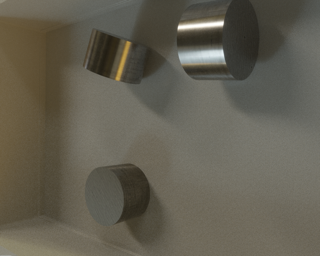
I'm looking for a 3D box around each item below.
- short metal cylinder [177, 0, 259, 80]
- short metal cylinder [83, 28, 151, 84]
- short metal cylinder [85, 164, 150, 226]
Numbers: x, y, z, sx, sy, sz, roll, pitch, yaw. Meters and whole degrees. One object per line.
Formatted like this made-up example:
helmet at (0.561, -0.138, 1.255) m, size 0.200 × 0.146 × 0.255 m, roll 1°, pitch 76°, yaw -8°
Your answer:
short metal cylinder at (0.062, -0.089, 0.319) m, size 0.050 × 0.081 × 0.079 m, roll 8°, pitch 95°, yaw 39°
short metal cylinder at (-0.057, -0.096, 0.416) m, size 0.080 × 0.081 × 0.050 m, roll 30°, pitch 109°, yaw 35°
short metal cylinder at (-0.061, 0.092, 0.438) m, size 0.080 × 0.050 × 0.079 m, roll 0°, pitch 90°, yaw 39°
